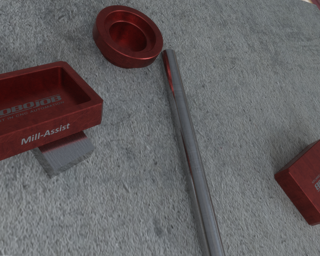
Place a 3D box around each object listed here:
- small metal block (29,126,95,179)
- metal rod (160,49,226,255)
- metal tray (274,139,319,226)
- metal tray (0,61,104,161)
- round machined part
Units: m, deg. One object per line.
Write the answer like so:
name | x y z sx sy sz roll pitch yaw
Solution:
small metal block | -0.108 0.019 0.335 0.050 0.025 0.050 -31 79 -38
metal rod | 0.037 0.017 0.414 0.025 0.025 0.299 4 60 -27
metal tray | 0.249 0.080 0.489 0.131 0.030 0.090 -26 76 -37
metal tray | -0.137 -0.022 0.317 0.131 0.030 0.090 -23 53 -34
round machined part | -0.048 -0.125 0.444 0.099 0.042 0.098 14 56 -21
